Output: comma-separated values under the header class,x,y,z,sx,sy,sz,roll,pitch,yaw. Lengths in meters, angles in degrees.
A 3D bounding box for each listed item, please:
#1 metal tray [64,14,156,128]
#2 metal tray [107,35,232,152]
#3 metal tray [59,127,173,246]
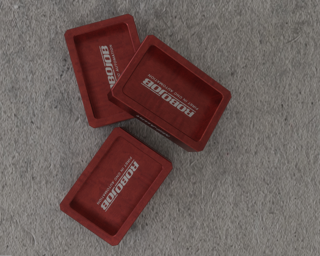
class,x,y,z,sx,sy,sz,roll,pitch,yaw
metal tray,-0.062,-0.072,0.406,0.090,0.030,0.129,-15,90,0
metal tray,0.014,-0.040,0.382,0.130,0.030,0.090,33,75,-13
metal tray,-0.055,0.074,0.406,0.090,0.030,0.130,35,90,0
